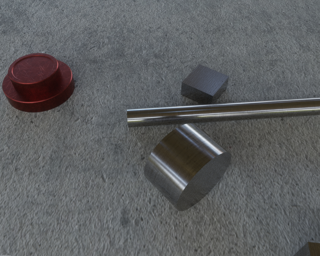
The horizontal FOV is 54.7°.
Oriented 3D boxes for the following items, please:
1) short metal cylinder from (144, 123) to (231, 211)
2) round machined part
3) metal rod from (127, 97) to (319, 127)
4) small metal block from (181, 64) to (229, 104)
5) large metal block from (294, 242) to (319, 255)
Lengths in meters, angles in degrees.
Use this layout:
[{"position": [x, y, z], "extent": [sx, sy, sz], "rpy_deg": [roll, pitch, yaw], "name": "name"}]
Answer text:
[{"position": [0.030, 0.042, 0.333], "extent": [0.080, 0.080, 0.050], "rpy_deg": [-34, 58, -25], "name": "short metal cylinder"}, {"position": [-0.178, -0.072, 0.451], "extent": [0.099, 0.042, 0.098], "rpy_deg": [0, 50, 0], "name": "round machined part"}, {"position": [0.107, -0.023, 0.423], "extent": [0.302, 0.025, 0.025], "rpy_deg": [-4, 50, -4], "name": "metal rod"}, {"position": [0.066, -0.062, 0.457], "extent": [0.050, 0.025, 0.050], "rpy_deg": [28, 55, 21], "name": "small metal block"}, {"position": [0.165, 0.150, 0.263], "extent": [0.080, 0.050, 0.080], "rpy_deg": [5, 50, 4], "name": "large metal block"}]
